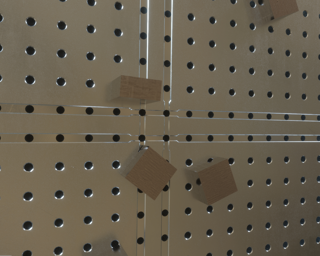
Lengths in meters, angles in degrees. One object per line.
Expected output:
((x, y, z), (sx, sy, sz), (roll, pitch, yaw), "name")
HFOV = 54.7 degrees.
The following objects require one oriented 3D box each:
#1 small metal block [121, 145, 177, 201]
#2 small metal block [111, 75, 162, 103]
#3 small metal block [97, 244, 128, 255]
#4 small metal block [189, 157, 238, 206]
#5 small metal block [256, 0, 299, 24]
((-0.015, 0.058, 0.408), (0.050, 0.025, 0.050), (41, 77, -16), "small metal block")
((-0.031, -0.047, 0.389), (0.050, 0.050, 0.025), (5, 89, -20), "small metal block")
((-0.062, 0.173, 0.378), (0.050, 0.050, 0.025), (-21, 98, -19), "small metal block")
((0.077, 0.075, 0.443), (0.050, 0.025, 0.050), (-21, 97, -19), "small metal block")
((0.181, -0.196, 0.481), (0.050, 0.025, 0.050), (-23, 98, -19), "small metal block")
